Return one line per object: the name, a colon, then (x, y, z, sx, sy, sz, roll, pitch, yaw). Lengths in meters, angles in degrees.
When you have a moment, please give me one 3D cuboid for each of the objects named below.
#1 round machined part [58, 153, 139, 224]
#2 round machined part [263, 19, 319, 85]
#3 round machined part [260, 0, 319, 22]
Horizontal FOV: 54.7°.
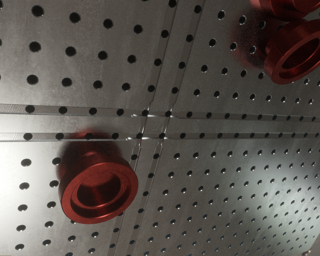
round machined part: (-0.081, 0.074, 0.403, 0.099, 0.042, 0.097, -14, 125, -21)
round machined part: (0.185, -0.108, 0.422, 0.099, 0.042, 0.098, -20, 151, -11)
round machined part: (0.177, -0.182, 0.387, 0.099, 0.042, 0.097, -14, 124, -21)
